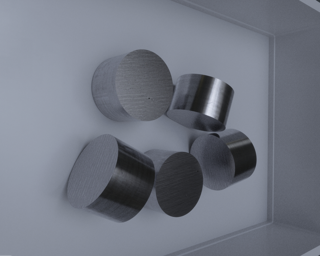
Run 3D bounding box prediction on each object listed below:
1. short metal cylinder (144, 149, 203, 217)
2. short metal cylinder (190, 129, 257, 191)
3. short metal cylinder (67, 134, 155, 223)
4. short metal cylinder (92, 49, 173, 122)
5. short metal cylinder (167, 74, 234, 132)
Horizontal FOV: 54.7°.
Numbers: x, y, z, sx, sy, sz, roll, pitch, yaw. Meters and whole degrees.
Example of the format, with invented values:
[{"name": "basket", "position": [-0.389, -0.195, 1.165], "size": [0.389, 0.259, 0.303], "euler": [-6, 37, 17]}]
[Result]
[{"name": "short metal cylinder", "position": [0.010, 0.069, 0.398], "size": [0.081, 0.050, 0.079], "euler": [0, 90, -40]}, {"name": "short metal cylinder", "position": [0.090, 0.044, 0.447], "size": [0.050, 0.080, 0.079], "euler": [-12, 98, -40]}, {"name": "short metal cylinder", "position": [-0.052, 0.053, 0.326], "size": [0.050, 0.080, 0.080], "euler": [34, 69, -35]}, {"name": "short metal cylinder", "position": [-0.031, -0.047, 0.363], "size": [0.081, 0.050, 0.079], "euler": [0, 90, -40]}, {"name": "short metal cylinder", "position": [0.055, -0.032, 0.418], "size": [0.080, 0.080, 0.050], "euler": [27, 73, -37]}]
